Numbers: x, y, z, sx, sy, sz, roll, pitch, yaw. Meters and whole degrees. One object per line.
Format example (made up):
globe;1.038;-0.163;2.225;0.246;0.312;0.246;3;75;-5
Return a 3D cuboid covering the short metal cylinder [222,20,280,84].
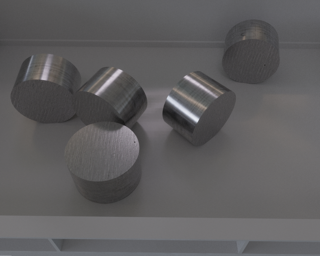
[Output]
short metal cylinder;0.136;-0.114;0.466;0.080;0.080;0.050;9;51;7

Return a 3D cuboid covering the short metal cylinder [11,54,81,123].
short metal cylinder;-0.148;-0.051;0.411;0.081;0.080;0.050;-2;50;-2

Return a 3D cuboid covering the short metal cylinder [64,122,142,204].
short metal cylinder;-0.063;0.039;0.356;0.080;0.050;0.080;0;50;0

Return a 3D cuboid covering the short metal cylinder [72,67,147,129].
short metal cylinder;-0.063;-0.030;0.394;0.080;0.080;0.050;22;54;17

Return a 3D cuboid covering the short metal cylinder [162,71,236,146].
short metal cylinder;0.050;-0.024;0.390;0.080;0.080;0.050;-36;59;-26
